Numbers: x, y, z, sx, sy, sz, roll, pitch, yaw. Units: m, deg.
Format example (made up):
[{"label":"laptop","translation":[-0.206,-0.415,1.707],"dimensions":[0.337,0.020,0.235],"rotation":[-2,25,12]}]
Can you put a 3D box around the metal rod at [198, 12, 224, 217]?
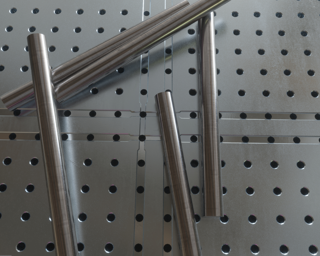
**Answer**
[{"label":"metal rod","translation":[0.067,-0.033,0.424],"dimensions":[0.025,0.025,0.299],"rotation":[1,70,0]}]

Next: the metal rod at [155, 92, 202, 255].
[{"label":"metal rod","translation":[0.027,0.094,0.377],"dimensions":[0.025,0.025,0.299],"rotation":[-8,70,-3]}]

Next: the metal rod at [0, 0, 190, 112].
[{"label":"metal rod","translation":[-0.084,-0.110,0.450],"dimensions":[0.301,0.025,0.025],"rotation":[-32,73,-11]}]

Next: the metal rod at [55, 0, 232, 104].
[{"label":"metal rod","translation":[-0.017,-0.125,0.440],"dimensions":[0.301,0.025,0.025],"rotation":[-33,74,-5]}]

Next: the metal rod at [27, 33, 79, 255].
[{"label":"metal rod","translation":[-0.135,0.020,0.386],"dimensions":[0.025,0.025,0.299],"rotation":[-12,77,-5]}]
